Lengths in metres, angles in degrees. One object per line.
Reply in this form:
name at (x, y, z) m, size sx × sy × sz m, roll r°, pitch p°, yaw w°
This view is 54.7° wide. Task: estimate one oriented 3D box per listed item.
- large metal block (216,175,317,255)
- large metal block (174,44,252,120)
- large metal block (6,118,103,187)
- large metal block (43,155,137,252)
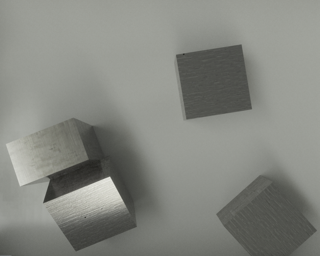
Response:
large metal block at (0.134, 0.121, 0.400) m, size 0.080 × 0.050 × 0.080 m, roll -42°, pitch 90°, yaw 0°
large metal block at (0.065, -0.056, 0.399) m, size 0.080 × 0.050 × 0.080 m, roll -9°, pitch 90°, yaw 0°
large metal block at (-0.122, 0.030, 0.380) m, size 0.080 × 0.080 × 0.050 m, roll -22°, pitch 83°, yaw 0°
large metal block at (-0.083, 0.093, 0.384) m, size 0.080 × 0.050 × 0.080 m, roll -22°, pitch 115°, yaw 0°
